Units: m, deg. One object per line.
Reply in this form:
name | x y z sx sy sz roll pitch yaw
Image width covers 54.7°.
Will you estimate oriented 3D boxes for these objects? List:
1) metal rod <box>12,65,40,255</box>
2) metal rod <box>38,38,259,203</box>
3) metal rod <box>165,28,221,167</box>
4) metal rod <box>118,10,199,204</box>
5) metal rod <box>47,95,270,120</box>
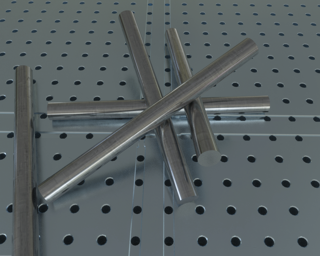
metal rod | -0.168 0.024 0.385 0.025 0.025 0.300 -12 51 -11
metal rod | -0.007 -0.014 0.365 0.301 0.025 0.025 -36 58 -7
metal rod | 0.036 -0.067 0.435 0.025 0.025 0.300 -4 42 -4
metal rod | -0.011 -0.046 0.411 0.025 0.025 0.299 -13 62 -11
metal rod | 0.000 -0.028 0.431 0.302 0.025 0.025 -2 50 -3
